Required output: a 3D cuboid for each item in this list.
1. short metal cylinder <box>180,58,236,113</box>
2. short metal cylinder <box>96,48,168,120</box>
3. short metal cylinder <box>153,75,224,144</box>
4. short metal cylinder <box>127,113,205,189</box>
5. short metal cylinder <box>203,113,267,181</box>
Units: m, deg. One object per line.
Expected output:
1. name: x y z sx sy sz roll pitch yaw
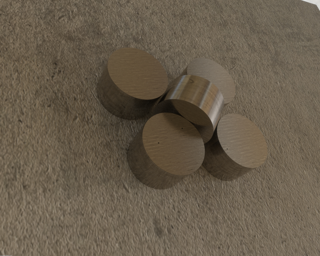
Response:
1. short metal cylinder: 0.063 -0.056 0.457 0.081 0.050 0.080 14 56 -21
2. short metal cylinder: -0.037 -0.057 0.404 0.081 0.050 0.080 14 56 -21
3. short metal cylinder: 0.038 -0.022 0.406 0.080 0.080 0.050 34 51 -6
4. short metal cylinder: 0.007 0.028 0.376 0.081 0.050 0.080 14 56 -21
5. short metal cylinder: 0.099 0.027 0.427 0.081 0.050 0.080 14 56 -21
